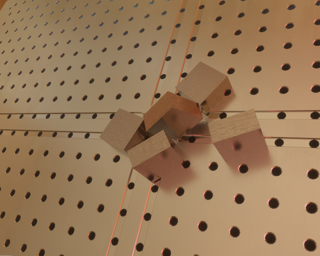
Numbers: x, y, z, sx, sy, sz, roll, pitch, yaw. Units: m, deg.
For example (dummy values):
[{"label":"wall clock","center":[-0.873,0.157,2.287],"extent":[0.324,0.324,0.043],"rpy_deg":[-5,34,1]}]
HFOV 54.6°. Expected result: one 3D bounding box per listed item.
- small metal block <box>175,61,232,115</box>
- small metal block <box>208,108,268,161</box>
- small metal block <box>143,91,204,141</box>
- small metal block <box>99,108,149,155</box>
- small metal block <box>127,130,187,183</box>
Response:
[{"label":"small metal block","center":[0.058,-0.054,0.412],"extent":[0.050,0.025,0.050],"rpy_deg":[-46,51,-4]},{"label":"small metal block","center":[0.087,0.009,0.342],"extent":[0.050,0.050,0.025],"rpy_deg":[-19,55,17]},{"label":"small metal block","center":[0.016,-0.013,0.382],"extent":[0.050,0.050,0.025],"rpy_deg":[-43,46,34]},{"label":"small metal block","center":[-0.047,0.006,0.431],"extent":[0.050,0.025,0.050],"rpy_deg":[23,74,36]},{"label":"small metal block","center":[-0.003,0.035,0.373],"extent":[0.050,0.050,0.025],"rpy_deg":[-31,52,9]}]
